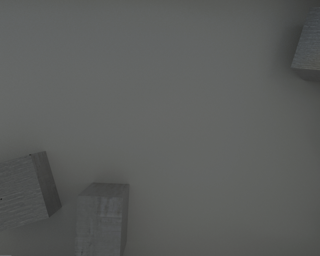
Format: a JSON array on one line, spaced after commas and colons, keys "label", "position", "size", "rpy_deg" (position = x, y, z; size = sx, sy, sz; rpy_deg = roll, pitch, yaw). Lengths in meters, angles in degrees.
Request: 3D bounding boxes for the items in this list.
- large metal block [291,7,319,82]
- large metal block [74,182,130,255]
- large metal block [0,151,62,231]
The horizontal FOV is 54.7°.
[{"label": "large metal block", "position": [0.221, -0.100, 0.381], "size": [0.080, 0.050, 0.080], "rpy_deg": [17, 90, 44]}, {"label": "large metal block", "position": [-0.069, 0.116, 0.383], "size": [0.050, 0.080, 0.079], "rpy_deg": [3, 90, 0]}, {"label": "large metal block", "position": [-0.183, 0.081, 0.397], "size": [0.080, 0.050, 0.080], "rpy_deg": [-16, 90, -1]}]
